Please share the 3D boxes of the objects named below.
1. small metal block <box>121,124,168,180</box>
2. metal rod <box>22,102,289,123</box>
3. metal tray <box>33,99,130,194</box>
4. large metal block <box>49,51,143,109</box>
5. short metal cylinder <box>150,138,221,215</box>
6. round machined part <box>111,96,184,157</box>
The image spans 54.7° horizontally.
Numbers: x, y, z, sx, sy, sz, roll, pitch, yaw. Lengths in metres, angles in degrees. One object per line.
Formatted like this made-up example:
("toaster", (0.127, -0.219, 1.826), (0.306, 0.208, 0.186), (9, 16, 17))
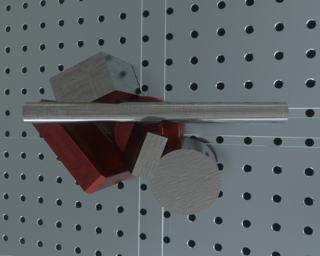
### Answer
("small metal block", (-0.020, 0.025, 0.359), (0.025, 0.050, 0.050), (19, 96, -24))
("metal rod", (-0.005, -0.018, 0.363), (0.302, 0.025, 0.025), (0, 90, 0))
("metal tray", (-0.102, 0.021, 0.412), (0.030, 0.090, 0.130), (-45, 76, 14))
("large metal block", (-0.081, -0.053, 0.409), (0.080, 0.080, 0.050), (-22, 83, 18))
("short metal cylinder", (0.031, 0.057, 0.375), (0.080, 0.050, 0.079), (1, 102, 4))
("round machined part", (-0.021, 0.006, 0.413), (0.098, 0.042, 0.097), (0, 90, 19))
